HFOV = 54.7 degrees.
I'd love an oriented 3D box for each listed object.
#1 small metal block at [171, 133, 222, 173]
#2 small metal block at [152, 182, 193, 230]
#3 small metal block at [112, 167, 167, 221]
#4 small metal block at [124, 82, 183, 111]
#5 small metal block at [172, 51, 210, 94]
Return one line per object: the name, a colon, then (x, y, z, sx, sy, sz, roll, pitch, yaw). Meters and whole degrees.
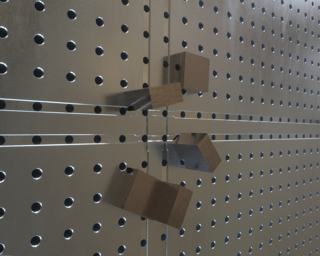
small metal block: (0.052, 0.034, 0.439, 0.025, 0.050, 0.050, -46, 118, -30)
small metal block: (0.009, 0.099, 0.403, 0.025, 0.050, 0.050, 35, 69, -36)
small metal block: (-0.025, 0.083, 0.390, 0.050, 0.025, 0.050, 34, 69, -35)
small metal block: (-0.008, -0.039, 0.388, 0.050, 0.050, 0.025, -18, 102, -39)
small metal block: (0.045, -0.079, 0.449, 0.050, 0.025, 0.050, 5, 87, -40)
